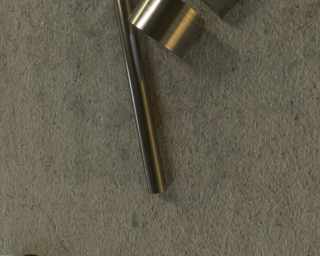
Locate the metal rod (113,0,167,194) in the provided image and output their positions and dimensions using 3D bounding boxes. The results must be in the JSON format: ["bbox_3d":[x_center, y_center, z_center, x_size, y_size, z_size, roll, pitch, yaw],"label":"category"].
[{"bbox_3d":[-0.030,-0.062,0.419,0.025,0.025,0.298,-12,86,19],"label":"metal rod"}]

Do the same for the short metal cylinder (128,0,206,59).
[{"bbox_3d":[0.008,-0.129,0.377,0.080,0.080,0.050,39,102,15],"label":"short metal cylinder"}]

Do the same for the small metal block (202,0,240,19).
[{"bbox_3d":[0.076,-0.174,0.382,0.050,0.025,0.050,-43,77,15],"label":"small metal block"}]
